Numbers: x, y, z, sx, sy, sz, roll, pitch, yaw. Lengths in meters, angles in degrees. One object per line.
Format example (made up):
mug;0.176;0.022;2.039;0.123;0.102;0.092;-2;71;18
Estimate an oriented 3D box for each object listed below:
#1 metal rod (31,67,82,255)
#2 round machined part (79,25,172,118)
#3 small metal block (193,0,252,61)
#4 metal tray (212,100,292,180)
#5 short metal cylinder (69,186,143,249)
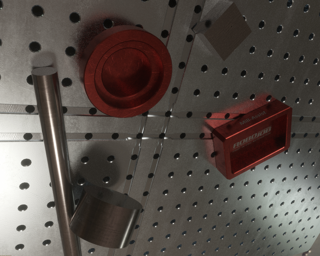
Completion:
metal rod;-0.123;0.071;0.388;0.025;0.025;0.298;-12;124;-23
round machined part;-0.039;-0.064;0.340;0.099;0.042;0.097;-14;125;-21
small metal block;0.077;-0.120;0.381;0.050;0.025;0.050;-47;130;4
metal tray;0.153;0.019;0.505;0.131;0.030;0.089;-24;128;-14
short metal cylinder;-0.069;0.113;0.401;0.080;0.080;0.050;22;87;-37
